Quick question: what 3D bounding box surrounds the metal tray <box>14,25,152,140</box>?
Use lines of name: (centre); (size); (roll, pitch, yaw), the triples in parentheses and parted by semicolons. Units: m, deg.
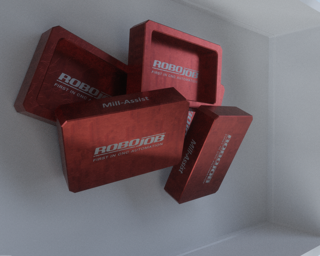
metal tray: (-0.075, -0.037, 0.338); (0.131, 0.030, 0.090); (25, 74, -38)

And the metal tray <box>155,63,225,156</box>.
metal tray: (0.041, -0.016, 0.437); (0.090, 0.030, 0.130); (25, 74, -38)

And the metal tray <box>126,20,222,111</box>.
metal tray: (0.023, -0.069, 0.382); (0.131, 0.030, 0.089); (5, 87, -40)

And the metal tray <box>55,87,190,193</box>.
metal tray: (-0.037, 0.011, 0.328); (0.131, 0.030, 0.089); (-12, 128, -24)

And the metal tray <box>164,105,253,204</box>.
metal tray: (0.066, 0.035, 0.417); (0.091, 0.030, 0.129); (-2, 120, -46)
